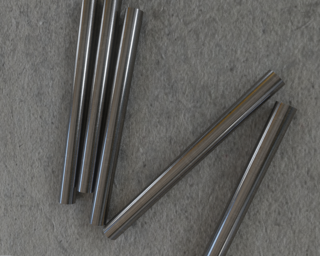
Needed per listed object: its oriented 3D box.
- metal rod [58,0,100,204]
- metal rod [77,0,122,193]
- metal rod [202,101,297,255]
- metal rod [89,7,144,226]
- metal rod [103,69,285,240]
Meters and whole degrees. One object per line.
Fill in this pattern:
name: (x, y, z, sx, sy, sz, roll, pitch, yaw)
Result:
metal rod: (-0.117, -0.039, 0.448, 0.025, 0.025, 0.298, 8, 93, 19)
metal rod: (-0.084, -0.057, 0.437, 0.025, 0.025, 0.298, 10, 93, 19)
metal rod: (0.088, 0.110, 0.377, 0.025, 0.025, 0.298, 26, 98, 18)
metal rod: (-0.061, -0.013, 0.429, 0.025, 0.025, 0.298, 12, 94, 19)
metal rod: (0.034, 0.043, 0.396, 0.299, 0.025, 0.025, -45, 77, 14)
